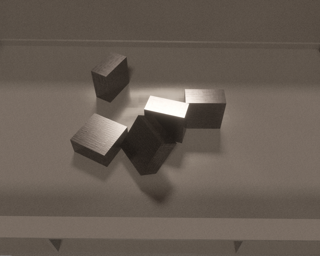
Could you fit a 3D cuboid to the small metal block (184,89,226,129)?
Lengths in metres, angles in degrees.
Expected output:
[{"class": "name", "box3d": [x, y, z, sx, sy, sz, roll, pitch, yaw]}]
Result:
[{"class": "small metal block", "box3d": [0.057, -0.024, 0.410, 0.050, 0.050, 0.025, 0, 50, 0]}]

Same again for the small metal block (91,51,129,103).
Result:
[{"class": "small metal block", "box3d": [-0.071, -0.074, 0.450, 0.025, 0.050, 0.050, 23, 54, 18]}]

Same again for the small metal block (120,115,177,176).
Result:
[{"class": "small metal block", "box3d": [-0.015, 0.020, 0.368, 0.025, 0.050, 0.050, 2, 39, -47]}]

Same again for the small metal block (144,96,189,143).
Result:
[{"class": "small metal block", "box3d": [0.008, -0.010, 0.398, 0.050, 0.050, 0.025, 13, 51, 10]}]

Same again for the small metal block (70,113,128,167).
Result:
[{"class": "small metal block", "box3d": [-0.075, 0.014, 0.392, 0.050, 0.025, 0.050, 22, 53, 17]}]
